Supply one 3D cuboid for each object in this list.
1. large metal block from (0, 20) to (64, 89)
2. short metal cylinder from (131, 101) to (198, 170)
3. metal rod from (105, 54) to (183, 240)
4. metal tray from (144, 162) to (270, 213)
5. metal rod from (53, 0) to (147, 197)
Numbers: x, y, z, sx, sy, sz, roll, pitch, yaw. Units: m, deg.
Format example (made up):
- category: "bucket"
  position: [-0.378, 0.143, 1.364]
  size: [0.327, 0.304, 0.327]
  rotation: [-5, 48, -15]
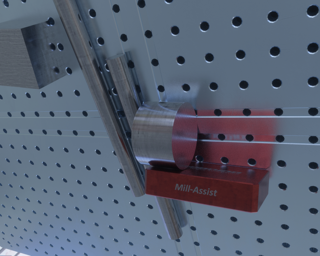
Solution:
- category: "large metal block"
  position: [-0.192, -0.103, 0.432]
  size: [0.080, 0.050, 0.079]
  rotation: [8, 122, 24]
- category: "short metal cylinder"
  position: [0.008, 0.008, 0.376]
  size: [0.050, 0.080, 0.079]
  rotation: [4, 120, 26]
- category: "metal rod"
  position: [-0.015, 0.042, 0.445]
  size: [0.025, 0.025, 0.298]
  rotation: [-3, 117, 29]
- category: "metal tray"
  position: [0.058, 0.065, 0.376]
  size: [0.130, 0.090, 0.030]
  rotation: [4, 94, 26]
- category: "metal rod"
  position: [-0.075, -0.029, 0.432]
  size: [0.025, 0.025, 0.298]
  rotation: [-4, 117, 30]
